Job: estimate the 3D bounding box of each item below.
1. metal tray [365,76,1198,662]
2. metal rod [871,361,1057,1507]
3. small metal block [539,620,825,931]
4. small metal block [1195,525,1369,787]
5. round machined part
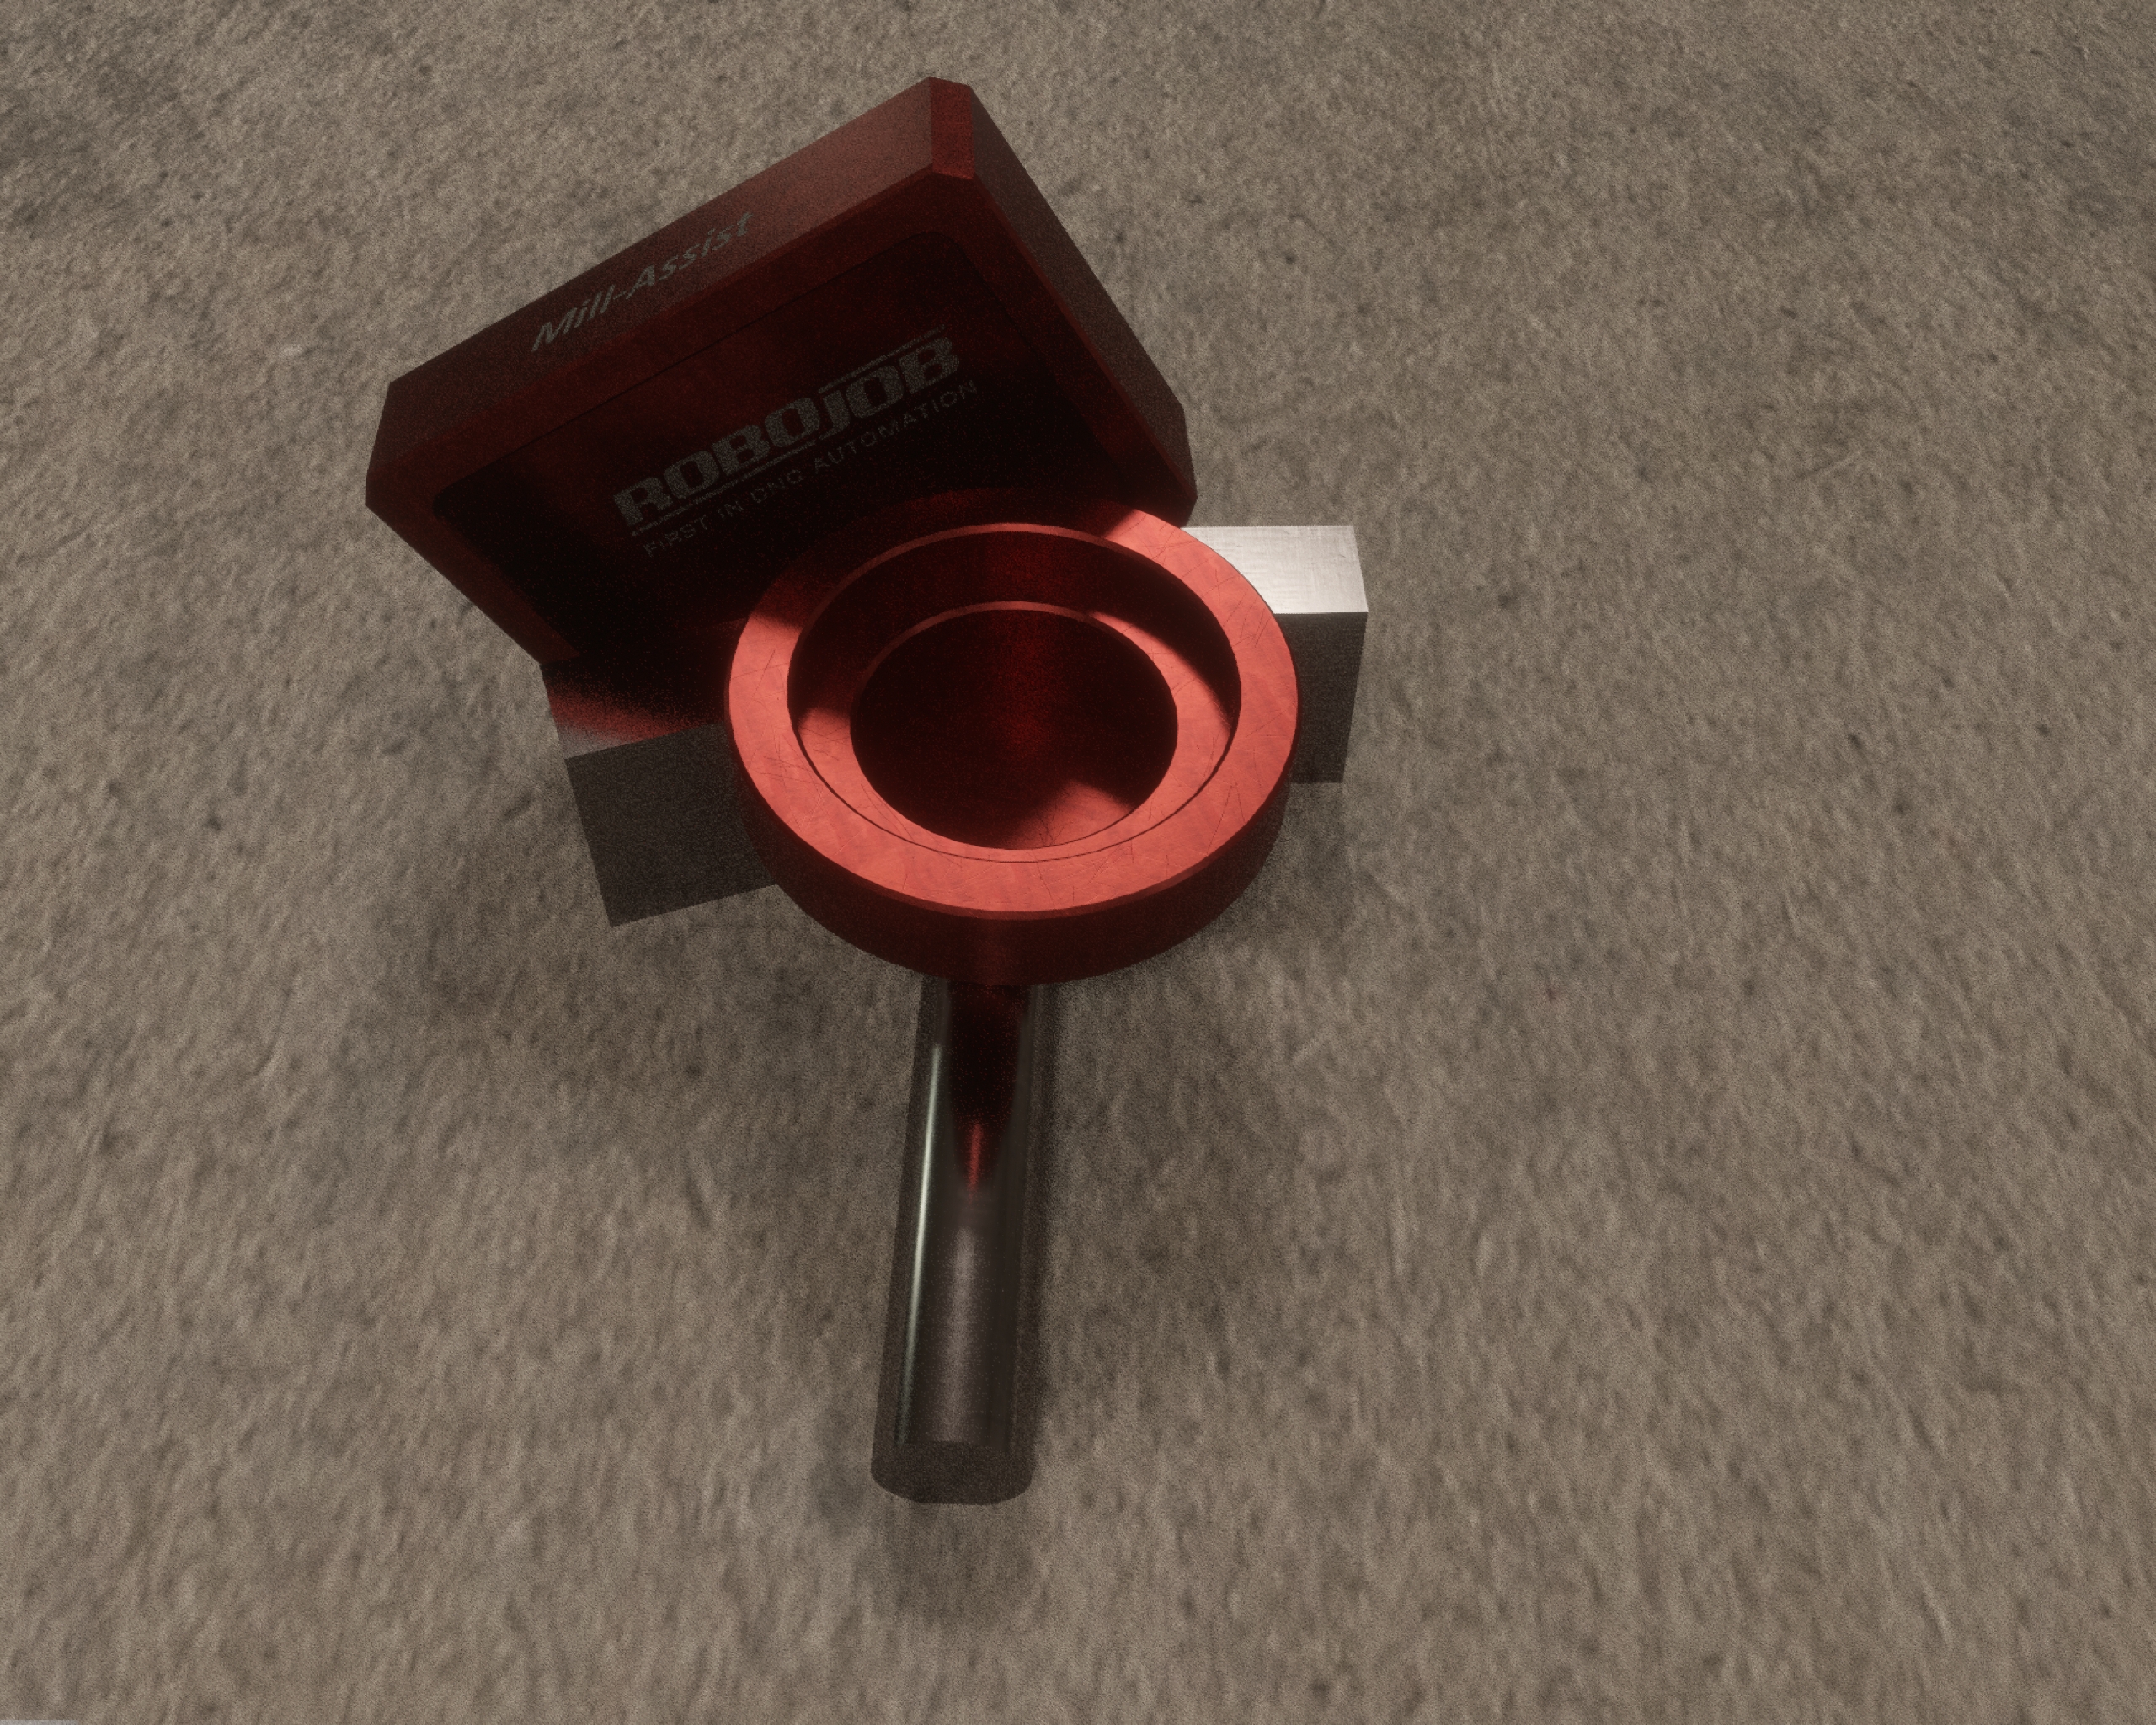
[{"bbox_3d":[-0.055,-0.078,0.397,0.130,0.090,0.030,-23,46,19],"label":"metal tray"},{"bbox_3d":[-0.014,-0.019,0.421,0.025,0.025,0.300,2,50,1],"label":"metal rod"},{"bbox_3d":[-0.072,-0.018,0.402,0.050,0.050,0.025,-15,52,-13],"label":"small metal block"},{"bbox_3d":[0.030,-0.041,0.423,0.050,0.050,0.025,-1,50,-2],"label":"small metal block"},{"bbox_3d":[-0.011,-0.018,0.373,0.099,0.042,0.098,2,53,-2],"label":"round machined part"}]
